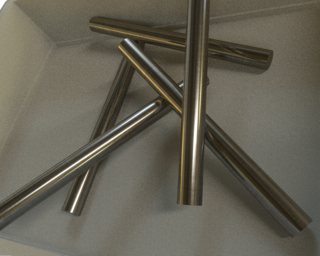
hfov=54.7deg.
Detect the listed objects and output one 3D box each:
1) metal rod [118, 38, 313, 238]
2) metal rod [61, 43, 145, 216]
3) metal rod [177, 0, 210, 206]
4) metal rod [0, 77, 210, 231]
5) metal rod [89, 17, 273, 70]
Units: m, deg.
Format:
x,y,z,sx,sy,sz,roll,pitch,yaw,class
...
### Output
x,y,z,sx,sy,sz,roll,pitch,yaw,class
0.042,-0.009,0.349,0.025,0.025,0.300,-41,63,0,metal rod
-0.074,-0.022,0.458,0.025,0.025,0.300,3,63,29,metal rod
0.039,-0.070,0.336,0.025,0.025,0.299,-2,77,27,metal rod
-0.057,0.014,0.365,0.302,0.025,0.025,-36,48,-21,metal rod
0.013,-0.131,0.456,0.300,0.025,0.025,20,73,28,metal rod
